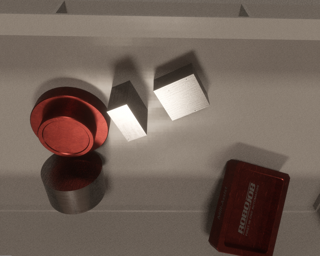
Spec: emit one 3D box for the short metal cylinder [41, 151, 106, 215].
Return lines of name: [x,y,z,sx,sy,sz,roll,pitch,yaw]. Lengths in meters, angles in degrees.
short metal cylinder: [-0.119,0.072,0.433,0.081,0.080,0.050,1,130,-1]

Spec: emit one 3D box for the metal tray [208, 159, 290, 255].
metal tray: [0.132,0.120,0.456,0.091,0.030,0.129,16,85,-14]

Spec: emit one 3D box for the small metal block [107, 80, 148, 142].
small metal block: [-0.038,-0.021,0.375,0.025,0.050,0.050,-19,128,15]

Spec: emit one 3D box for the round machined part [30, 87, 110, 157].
round machined part: [-0.116,-0.001,0.396,0.099,0.042,0.097,-1,130,0]

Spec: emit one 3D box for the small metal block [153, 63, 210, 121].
small metal block: [0.026,-0.043,0.373,0.050,0.025,0.050,-22,127,17]
